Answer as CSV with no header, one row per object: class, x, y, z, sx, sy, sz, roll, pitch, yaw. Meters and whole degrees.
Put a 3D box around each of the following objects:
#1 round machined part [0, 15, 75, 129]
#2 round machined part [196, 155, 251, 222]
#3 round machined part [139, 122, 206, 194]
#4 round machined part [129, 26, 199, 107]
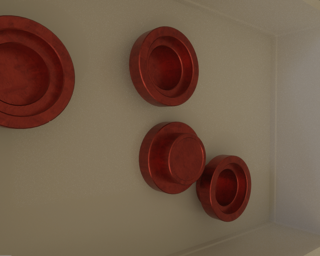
round machined part,-0.133,-0.048,0.284,0.099,0.042,0.097,0,90,-40
round machined part,0.093,0.089,0.474,0.099,0.042,0.097,0,90,-40
round machined part,0.024,0.040,0.415,0.099,0.042,0.097,0,90,-40
round machined part,0.001,-0.076,0.396,0.099,0.042,0.097,0,90,-40
